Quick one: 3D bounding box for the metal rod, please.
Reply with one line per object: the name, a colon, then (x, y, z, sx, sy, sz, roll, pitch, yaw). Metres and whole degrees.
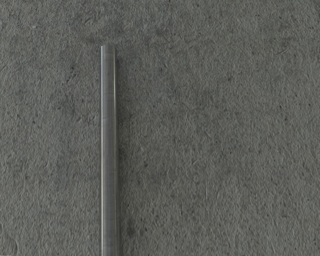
metal rod: (-0.065, 0.027, 0.397, 0.025, 0.025, 0.299, -4, 70, -1)
